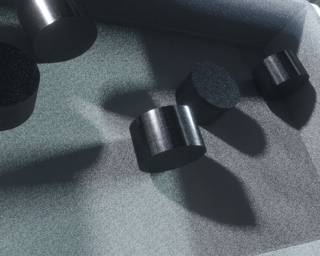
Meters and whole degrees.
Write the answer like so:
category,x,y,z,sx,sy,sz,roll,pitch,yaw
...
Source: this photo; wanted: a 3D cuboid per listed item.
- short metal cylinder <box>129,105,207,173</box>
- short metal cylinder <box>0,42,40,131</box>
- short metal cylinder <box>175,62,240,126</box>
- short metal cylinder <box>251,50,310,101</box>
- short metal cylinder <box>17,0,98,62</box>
category,x,y,z,sx,sy,sz,roll,pitch,yaw
short metal cylinder,0.009,0.015,0.366,0.081,0.080,0.050,-2,63,-29
short metal cylinder,-0.171,-0.043,0.324,0.081,0.050,0.080,14,56,-21
short metal cylinder,0.070,-0.050,0.458,0.081,0.050,0.080,14,56,-21
short metal cylinder,0.207,-0.089,0.536,0.081,0.080,0.050,-8,66,-32
short metal cylinder,-0.124,-0.126,0.380,0.081,0.080,0.050,-19,72,-35
